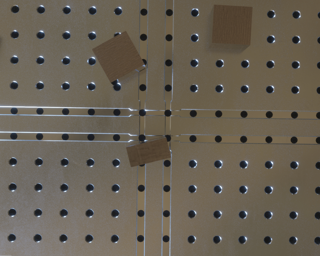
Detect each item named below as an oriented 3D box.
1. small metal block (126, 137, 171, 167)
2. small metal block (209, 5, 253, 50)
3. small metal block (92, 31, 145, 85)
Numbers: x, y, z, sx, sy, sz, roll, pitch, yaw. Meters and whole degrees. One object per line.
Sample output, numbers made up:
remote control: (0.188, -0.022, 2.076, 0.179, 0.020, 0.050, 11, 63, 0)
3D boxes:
small metal block: (-0.014, 0.030, 0.401, 0.050, 0.050, 0.025, -14, 90, 0)
small metal block: (0.094, -0.134, 0.415, 0.050, 0.025, 0.050, 3, 90, -1)
small metal block: (-0.054, -0.092, 0.413, 0.050, 0.025, 0.050, -29, 90, -1)
